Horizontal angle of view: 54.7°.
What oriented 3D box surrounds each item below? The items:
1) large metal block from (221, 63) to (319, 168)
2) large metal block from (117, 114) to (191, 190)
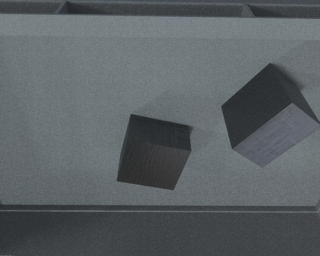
[{"bbox_3d":[0.124,-0.015,0.361,0.050,0.080,0.080,31,124,-23],"label":"large metal block"},{"bbox_3d":[-0.010,0.035,0.422,0.081,0.050,0.079,11,129,-10],"label":"large metal block"}]
